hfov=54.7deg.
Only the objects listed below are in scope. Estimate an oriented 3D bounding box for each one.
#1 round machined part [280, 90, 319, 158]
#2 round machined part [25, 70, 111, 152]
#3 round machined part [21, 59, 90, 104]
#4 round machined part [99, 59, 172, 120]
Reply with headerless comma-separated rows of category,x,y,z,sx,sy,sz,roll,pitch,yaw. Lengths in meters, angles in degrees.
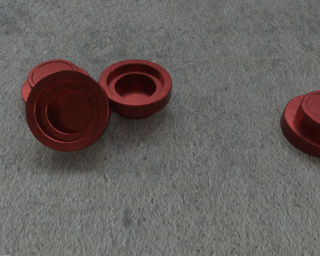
round machined part,0.213,-0.012,0.403,0.099,0.042,0.098,0,50,0
round machined part,-0.110,-0.020,0.387,0.099,0.042,0.097,0,89,-1
round machined part,-0.147,-0.061,0.442,0.099,0.042,0.098,0,50,0
round machined part,-0.034,-0.050,0.431,0.099,0.042,0.098,2,48,-2
